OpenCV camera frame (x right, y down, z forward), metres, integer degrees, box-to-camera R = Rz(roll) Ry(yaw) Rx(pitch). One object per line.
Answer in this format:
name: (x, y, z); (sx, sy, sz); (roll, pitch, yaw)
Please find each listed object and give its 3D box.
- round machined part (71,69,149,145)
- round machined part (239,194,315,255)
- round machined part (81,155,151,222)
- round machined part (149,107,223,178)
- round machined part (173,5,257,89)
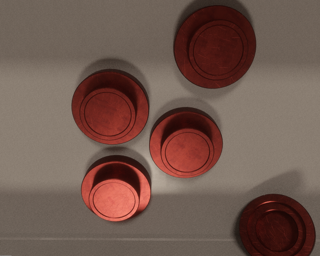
round machined part: (-0.063, -0.023, 0.393); (0.099, 0.042, 0.097); (0, 110, -1)
round machined part: (0.167, 0.146, 0.440); (0.098, 0.098, 0.042); (-34, 146, 11)
round machined part: (-0.062, 0.091, 0.435); (0.099, 0.042, 0.097); (0, 110, -1)
round machined part: (0.035, 0.024, 0.412); (0.099, 0.042, 0.097); (0, 110, -1)
round machined part: (0.066, -0.094, 0.369); (0.099, 0.042, 0.097); (0, 110, -1)
